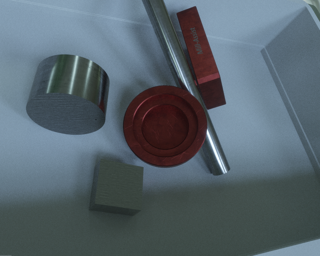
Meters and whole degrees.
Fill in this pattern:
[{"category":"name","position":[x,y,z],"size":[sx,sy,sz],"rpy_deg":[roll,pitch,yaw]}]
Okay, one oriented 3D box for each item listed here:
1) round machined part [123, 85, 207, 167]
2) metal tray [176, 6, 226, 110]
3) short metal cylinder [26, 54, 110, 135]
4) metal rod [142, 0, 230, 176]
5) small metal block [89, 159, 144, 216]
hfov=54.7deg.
[{"category":"round machined part","position":[0.006,0.000,0.381],"size":[0.099,0.042,0.098],"rpy_deg":[0,78,1]},{"category":"metal tray","position":[0.062,-0.103,0.464],"size":[0.030,0.090,0.130],"rpy_deg":[-18,64,10]},{"category":"short metal cylinder","position":[-0.098,-0.034,0.339],"size":[0.081,0.080,0.050],"rpy_deg":[14,56,-21]},{"category":"metal rod","position":[0.025,-0.077,0.398],"size":[0.025,0.025,0.299],"rpy_deg":[-29,100,-38]},{"category":"small metal block","position":[-0.047,0.066,0.341],"size":[0.050,0.025,0.050],"rpy_deg":[14,56,-21]}]
